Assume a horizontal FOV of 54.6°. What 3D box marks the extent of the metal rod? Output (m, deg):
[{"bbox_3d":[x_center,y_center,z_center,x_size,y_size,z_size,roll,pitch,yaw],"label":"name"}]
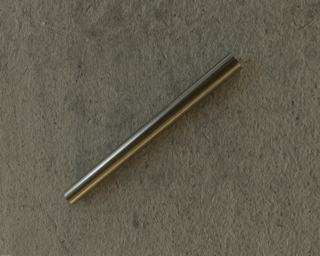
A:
[{"bbox_3d":[-0.019,0.009,0.416,0.300,0.025,0.025,-39,78,15],"label":"metal rod"}]
